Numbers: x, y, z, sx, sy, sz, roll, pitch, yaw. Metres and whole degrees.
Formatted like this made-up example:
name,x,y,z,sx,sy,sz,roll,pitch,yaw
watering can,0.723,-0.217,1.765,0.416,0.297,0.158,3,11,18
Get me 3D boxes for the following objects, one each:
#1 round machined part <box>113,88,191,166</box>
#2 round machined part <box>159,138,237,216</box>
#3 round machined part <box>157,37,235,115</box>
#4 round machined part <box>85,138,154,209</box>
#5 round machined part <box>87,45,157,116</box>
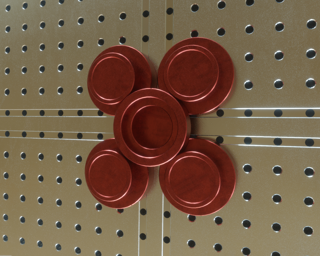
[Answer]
name,x,y,z,sx,sy,sz,roll,pitch,yaw
round machined part,-0.007,-0.001,0.403,0.098,0.042,0.097,0,90,19
round machined part,0.044,0.062,0.387,0.098,0.042,0.097,0,90,19
round machined part,0.043,-0.065,0.387,0.098,0.042,0.097,0,90,19
round machined part,-0.061,0.063,0.424,0.098,0.042,0.097,0,90,19
round machined part,-0.058,-0.064,0.422,0.098,0.042,0.097,0,90,19
